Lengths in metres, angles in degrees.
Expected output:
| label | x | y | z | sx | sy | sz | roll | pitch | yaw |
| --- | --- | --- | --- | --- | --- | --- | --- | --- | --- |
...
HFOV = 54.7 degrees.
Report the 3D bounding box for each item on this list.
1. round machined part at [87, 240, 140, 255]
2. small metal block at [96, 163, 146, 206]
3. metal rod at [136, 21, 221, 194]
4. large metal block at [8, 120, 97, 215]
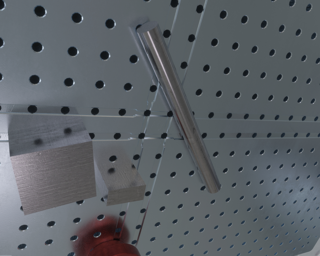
| label | x | y | z | sx | sy | sz | roll | pitch | yaw |
| --- | --- | --- | --- | --- | --- | --- | --- | --- | --- |
| round machined part | -0.079 | 0.219 | 0.492 | 0.099 | 0.042 | 0.097 | -14 | 124 | -21 |
| small metal block | -0.053 | 0.074 | 0.412 | 0.050 | 0.050 | 0.025 | -3 | 120 | -27 |
| metal rod | 0.038 | -0.005 | 0.428 | 0.025 | 0.025 | 0.299 | -32 | 129 | -7 |
| large metal block | -0.121 | 0.043 | 0.355 | 0.081 | 0.050 | 0.079 | -11 | 123 | -23 |
